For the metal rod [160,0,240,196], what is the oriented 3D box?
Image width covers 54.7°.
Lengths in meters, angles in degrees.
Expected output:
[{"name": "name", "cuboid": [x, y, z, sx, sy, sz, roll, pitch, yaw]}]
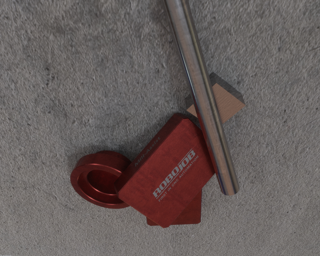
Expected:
[{"name": "metal rod", "cuboid": [0.046, -0.040, 0.343, 0.025, 0.025, 0.299, -15, 120, 12]}]

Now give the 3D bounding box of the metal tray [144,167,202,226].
[{"name": "metal tray", "cuboid": [0.020, 0.106, 0.495, 0.091, 0.030, 0.129, -3, 130, 2]}]

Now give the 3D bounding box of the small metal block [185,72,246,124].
[{"name": "small metal block", "cuboid": [0.067, -0.032, 0.381, 0.050, 0.025, 0.050, 32, 123, -25]}]

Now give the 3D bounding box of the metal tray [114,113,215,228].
[{"name": "metal tray", "cuboid": [0.015, 0.056, 0.408, 0.090, 0.030, 0.130, 41, 89, -24]}]

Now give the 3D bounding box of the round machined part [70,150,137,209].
[{"name": "round machined part", "cuboid": [-0.074, 0.070, 0.447, 0.098, 0.042, 0.097, 7, 132, 8]}]
